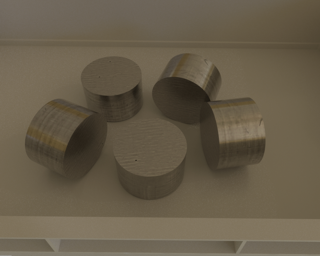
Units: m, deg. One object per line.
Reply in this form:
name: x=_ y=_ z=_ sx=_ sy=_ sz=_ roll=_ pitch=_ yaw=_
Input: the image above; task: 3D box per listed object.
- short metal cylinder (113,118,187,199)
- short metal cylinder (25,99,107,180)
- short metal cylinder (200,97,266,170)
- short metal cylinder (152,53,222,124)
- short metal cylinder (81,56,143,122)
short metal cylinder: x=-0.011 y=0.034 z=0.357 sx=0.081 sy=0.050 sz=0.080 roll=0 pitch=50 yaw=0
short metal cylinder: x=-0.104 y=0.012 z=0.355 sx=0.050 sy=0.080 sz=0.080 roll=21 pitch=53 yaw=17
short metal cylinder: x=0.082 y=0.006 z=0.363 sx=0.050 sy=0.080 sz=0.080 roll=-7 pitch=51 yaw=-6
short metal cylinder: x=0.036 y=-0.052 z=0.413 sx=0.080 sy=0.080 sz=0.050 roll=17 pitch=52 yaw=13
short metal cylinder: x=-0.065 y=-0.055 z=0.432 sx=0.081 sy=0.050 sz=0.080 roll=0 pitch=50 yaw=0
